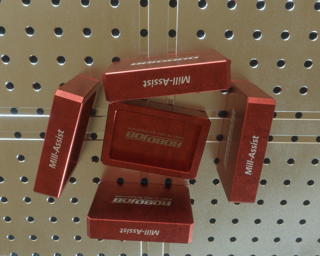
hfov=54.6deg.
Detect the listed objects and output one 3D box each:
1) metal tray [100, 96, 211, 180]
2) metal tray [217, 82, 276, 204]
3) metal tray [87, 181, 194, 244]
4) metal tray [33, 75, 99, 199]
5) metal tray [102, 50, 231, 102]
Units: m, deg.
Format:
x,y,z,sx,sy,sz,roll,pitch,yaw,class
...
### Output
x,y,z,sx,sy,sz,roll,pitch,yaw,class
-0.007,0.014,0.415,0.131,0.030,0.089,10,110,-4,metal tray
0.101,0.015,0.385,0.030,0.090,0.129,4,110,-2,metal tray
-0.024,0.111,0.419,0.131,0.090,0.030,4,110,-1,metal tray
-0.113,0.008,0.381,0.030,0.090,0.129,17,109,-6,metal tray
0.007,-0.062,0.355,0.131,0.090,0.030,-6,110,2,metal tray
